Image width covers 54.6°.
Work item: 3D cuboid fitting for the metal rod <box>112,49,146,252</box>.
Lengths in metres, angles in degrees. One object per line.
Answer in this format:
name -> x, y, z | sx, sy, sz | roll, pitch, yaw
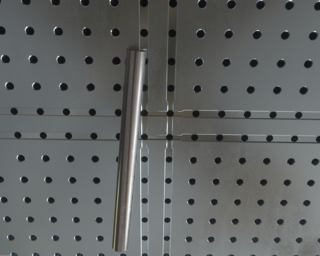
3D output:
metal rod -> -0.045, 0.044, 0.429 | 0.025, 0.025, 0.298 | 6, 110, -2
